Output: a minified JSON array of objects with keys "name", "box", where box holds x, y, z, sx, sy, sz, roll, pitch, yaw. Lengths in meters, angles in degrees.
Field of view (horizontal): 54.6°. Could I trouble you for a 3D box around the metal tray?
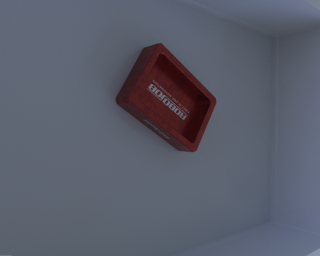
[{"name":"metal tray","box":[0.015,-0.036,0.414,0.130,0.030,0.090,38,67,-33]}]
